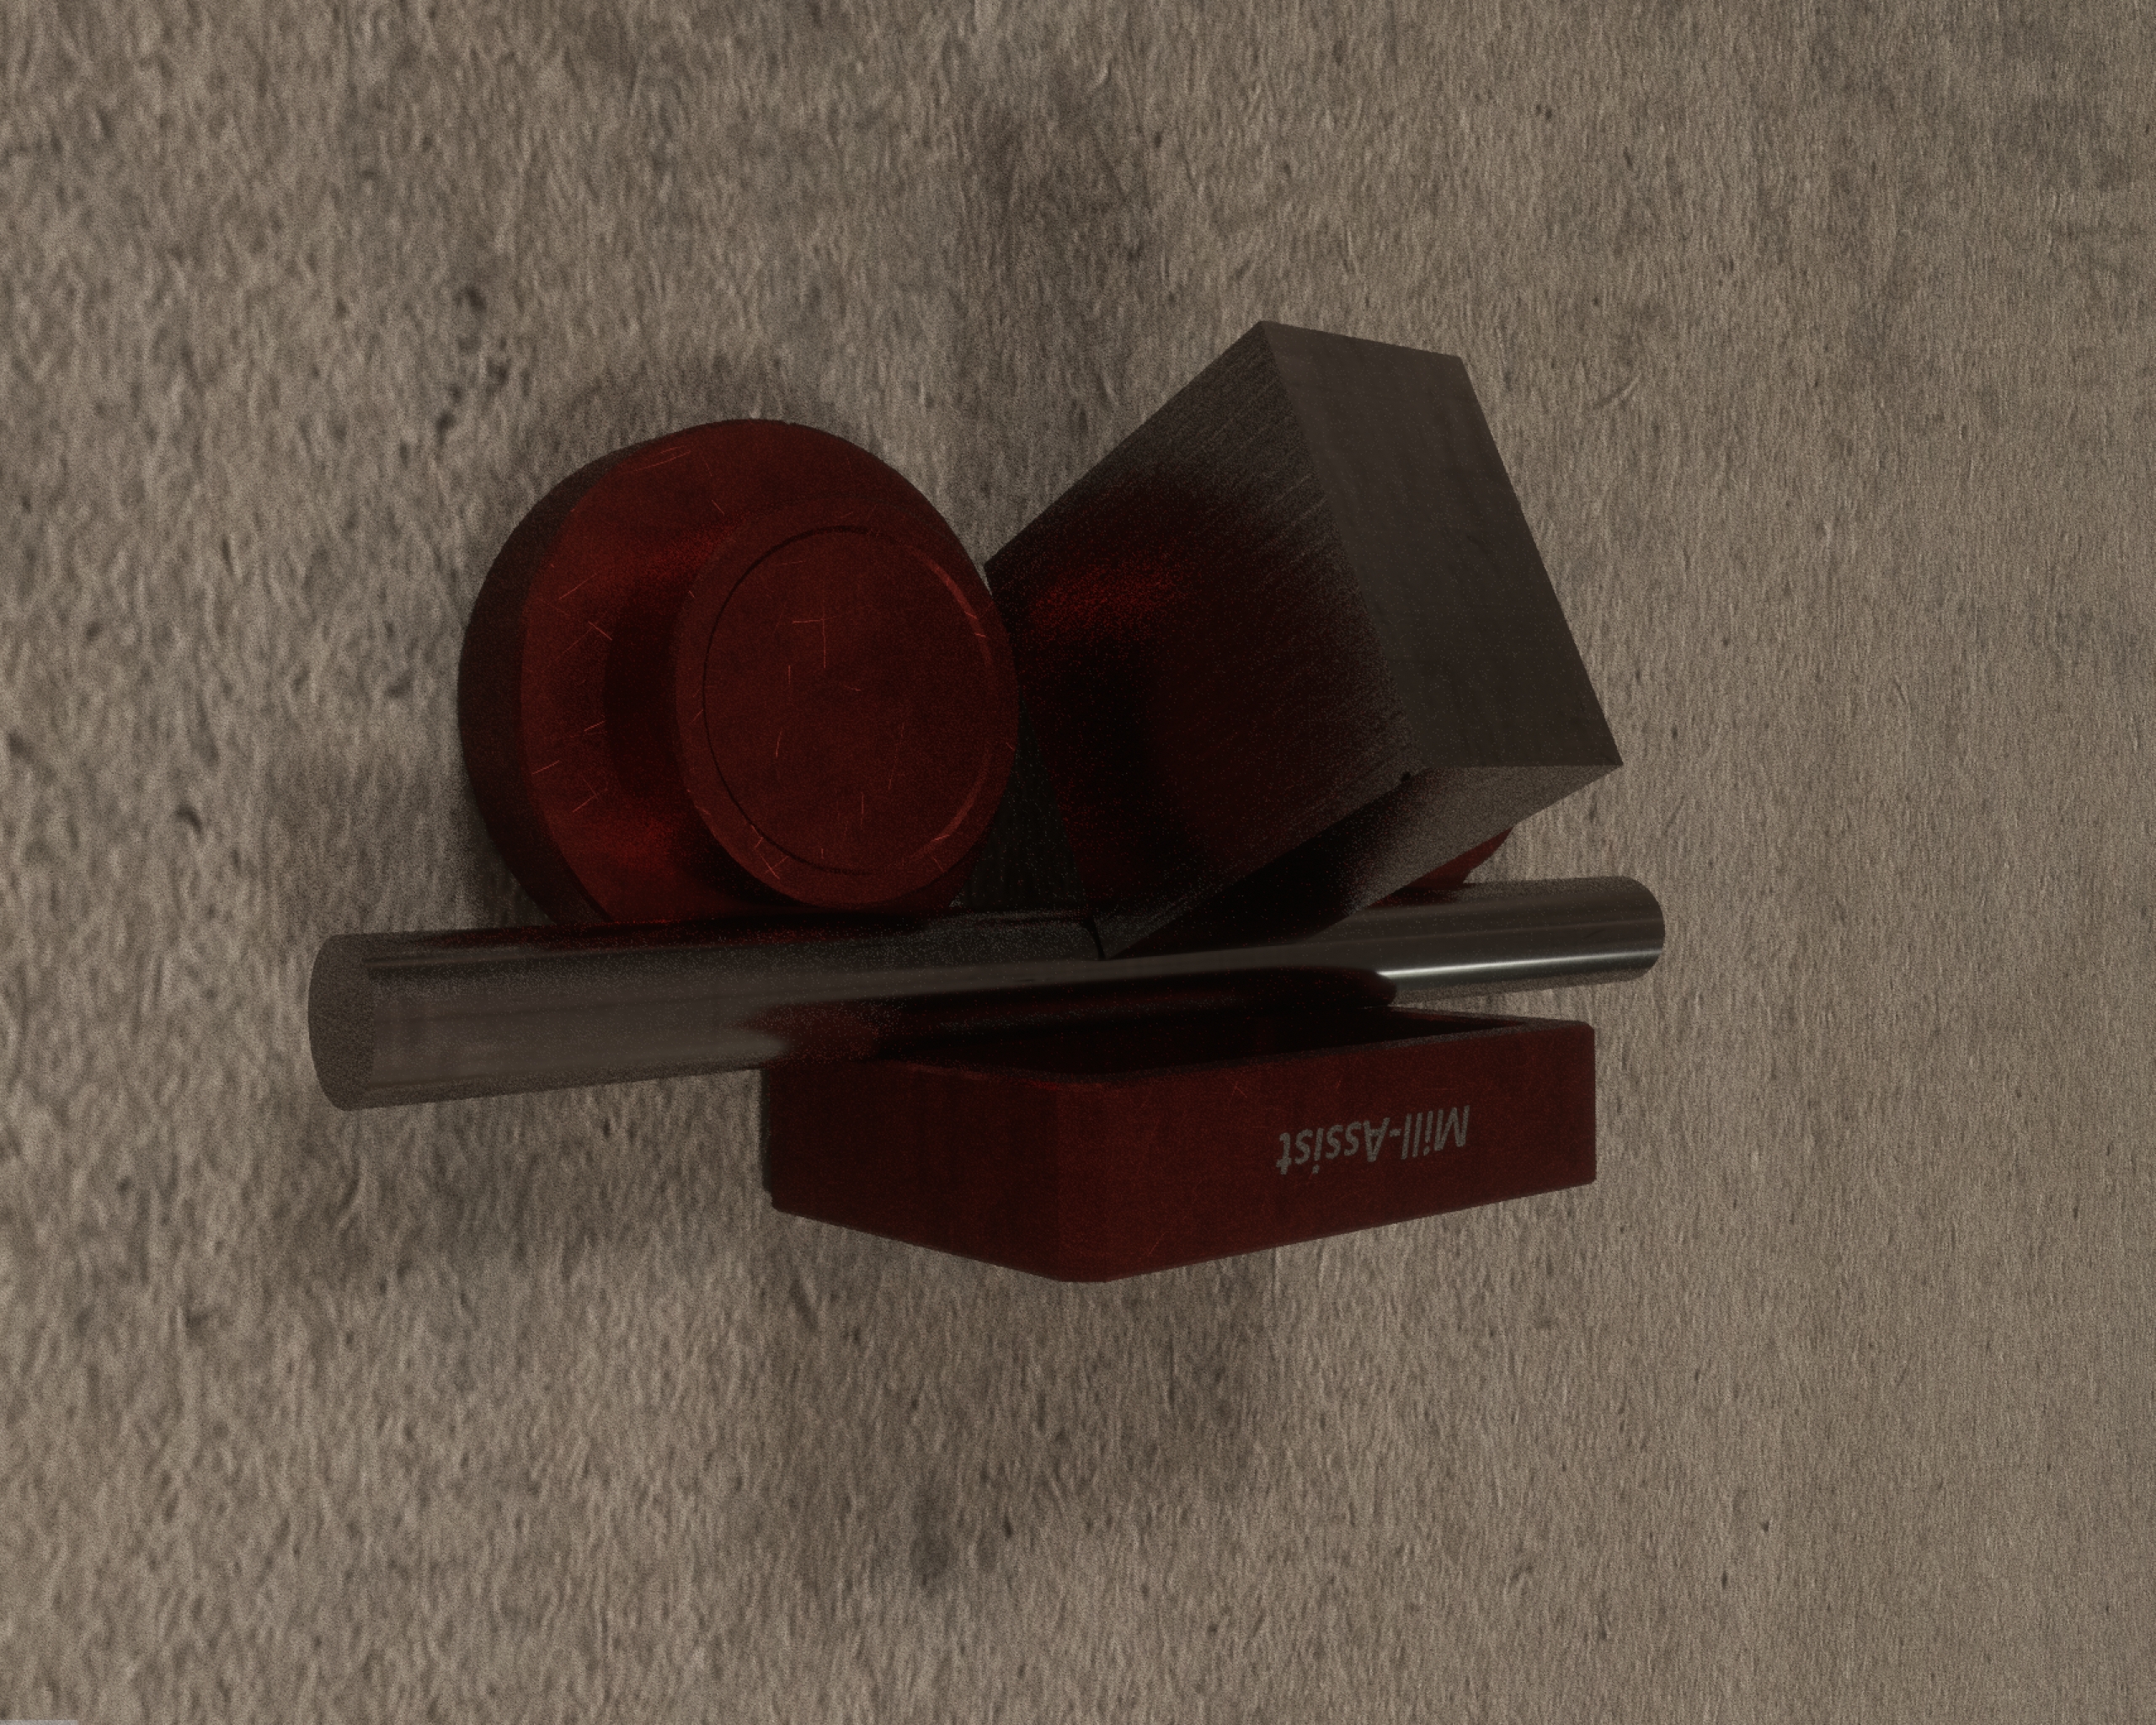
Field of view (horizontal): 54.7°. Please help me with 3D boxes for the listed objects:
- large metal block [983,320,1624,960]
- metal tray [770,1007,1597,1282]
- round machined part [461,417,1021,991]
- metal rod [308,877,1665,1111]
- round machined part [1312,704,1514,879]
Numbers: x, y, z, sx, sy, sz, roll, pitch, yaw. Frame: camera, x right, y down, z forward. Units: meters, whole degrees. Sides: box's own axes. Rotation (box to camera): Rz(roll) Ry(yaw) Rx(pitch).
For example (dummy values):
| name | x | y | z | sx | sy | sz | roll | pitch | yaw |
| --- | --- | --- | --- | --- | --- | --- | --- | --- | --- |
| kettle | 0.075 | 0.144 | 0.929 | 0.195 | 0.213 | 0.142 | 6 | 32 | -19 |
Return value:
| name | x | y | z | sx | sy | sz | roll | pitch | yaw |
| --- | --- | --- | --- | --- | --- | --- | --- | --- | --- |
| large metal block | 0.036 | -0.036 | 0.368 | 0.050 | 0.080 | 0.080 | -3 | 68 | -41 |
| metal tray | 0.021 | 0.046 | 0.384 | 0.131 | 0.090 | 0.030 | -2 | 91 | -40 |
| round machined part | -0.049 | -0.026 | 0.353 | 0.099 | 0.042 | 0.097 | 0 | 90 | -40 |
| metal rod | 0.012 | 0.019 | 0.391 | 0.302 | 0.025 | 0.025 | -2 | 91 | -40 |
| round machined part | 0.062 | -0.031 | 0.448 | 0.099 | 0.042 | 0.097 | 0 | 90 | -40 |
